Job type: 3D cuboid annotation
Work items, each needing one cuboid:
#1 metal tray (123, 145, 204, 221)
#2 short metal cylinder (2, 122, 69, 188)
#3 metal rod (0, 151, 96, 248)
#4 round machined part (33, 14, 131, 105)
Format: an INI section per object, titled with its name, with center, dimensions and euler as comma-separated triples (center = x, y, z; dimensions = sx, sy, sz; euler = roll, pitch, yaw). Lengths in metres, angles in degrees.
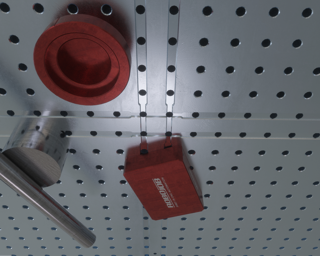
[metal tray]
center = 0.009, 0.091, 0.486
dimensions = 0.090, 0.030, 0.130
euler = -15, 129, 12
[short metal cylinder]
center = -0.171, 0.038, 0.426
dimensions = 0.081, 0.050, 0.079
euler = 0, 130, 0
[metal rod]
center = -0.178, 0.079, 0.411
dimensions = 0.025, 0.025, 0.299
euler = -20, 128, 16
[round machined part]
center = -0.080, -0.076, 0.335
dimensions = 0.099, 0.042, 0.097
euler = 0, 130, 0
